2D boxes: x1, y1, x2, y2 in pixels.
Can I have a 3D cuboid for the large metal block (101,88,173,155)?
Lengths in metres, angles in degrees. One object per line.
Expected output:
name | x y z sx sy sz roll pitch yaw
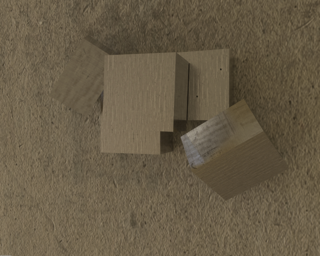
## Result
large metal block | -0.029 -0.009 0.404 0.080 0.050 0.079 0 90 19

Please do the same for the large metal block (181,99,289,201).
large metal block | 0.083 0.027 0.344 0.080 0.080 0.050 -33 42 17

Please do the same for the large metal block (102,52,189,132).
large metal block | -0.015 -0.038 0.346 0.080 0.050 0.079 2 91 19

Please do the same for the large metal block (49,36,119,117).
large metal block | -0.095 -0.071 0.406 0.050 0.080 0.080 31 102 -17

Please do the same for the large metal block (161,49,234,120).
large metal block | 0.047 -0.049 0.380 0.080 0.050 0.079 0 90 19
